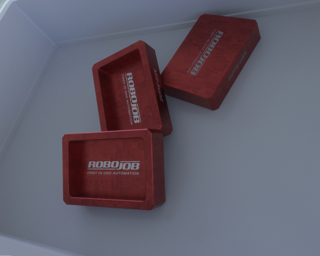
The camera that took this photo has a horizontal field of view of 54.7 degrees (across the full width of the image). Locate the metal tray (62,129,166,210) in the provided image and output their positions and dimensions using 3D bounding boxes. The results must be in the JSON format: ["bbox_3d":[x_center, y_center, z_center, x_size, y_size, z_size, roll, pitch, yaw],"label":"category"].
[{"bbox_3d":[-0.060,0.049,0.380,0.130,0.030,0.089,-4,86,26],"label":"metal tray"}]

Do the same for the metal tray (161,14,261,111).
[{"bbox_3d":[0.067,-0.095,0.426,0.090,0.030,0.130,23,74,36],"label":"metal tray"}]

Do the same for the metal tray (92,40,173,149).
[{"bbox_3d":[-0.041,-0.042,0.420,0.090,0.030,0.129,-21,70,24],"label":"metal tray"}]
